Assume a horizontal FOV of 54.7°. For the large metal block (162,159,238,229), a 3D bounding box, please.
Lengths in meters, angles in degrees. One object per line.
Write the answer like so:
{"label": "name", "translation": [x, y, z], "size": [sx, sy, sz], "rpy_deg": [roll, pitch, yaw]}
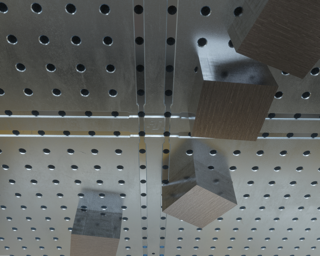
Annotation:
{"label": "large metal block", "translation": [0.059, 0.105, 0.486], "size": [0.080, 0.050, 0.080], "rpy_deg": [29, 124, -23]}

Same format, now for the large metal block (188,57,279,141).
{"label": "large metal block", "translation": [0.081, -0.033, 0.369], "size": [0.081, 0.050, 0.079], "rpy_deg": [4, 130, -4]}

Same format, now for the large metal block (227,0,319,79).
{"label": "large metal block", "translation": [0.126, -0.106, 0.307], "size": [0.081, 0.050, 0.079], "rpy_deg": [17, 128, -15]}

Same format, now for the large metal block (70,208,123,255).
{"label": "large metal block", "translation": [-0.115, 0.194, 0.559], "size": [0.081, 0.050, 0.079], "rpy_deg": [9, 130, -8]}
